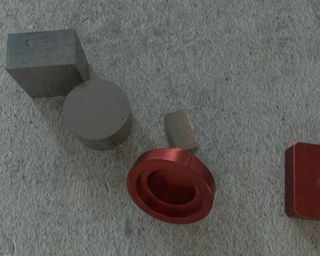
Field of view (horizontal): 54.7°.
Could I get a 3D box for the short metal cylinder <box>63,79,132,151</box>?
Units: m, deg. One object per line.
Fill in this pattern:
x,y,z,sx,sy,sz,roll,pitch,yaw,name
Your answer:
-0.078,-0.016,0.400,0.081,0.050,0.080,0,70,0,short metal cylinder

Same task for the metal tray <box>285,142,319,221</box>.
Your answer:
0.225,0.072,0.382,0.131,0.030,0.090,8,70,2,metal tray

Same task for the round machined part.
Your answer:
0.015,0.061,0.356,0.098,0.097,0.042,20,38,6,round machined part

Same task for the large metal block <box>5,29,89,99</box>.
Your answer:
-0.142,-0.081,0.407,0.081,0.080,0.050,-5,70,-2,large metal block

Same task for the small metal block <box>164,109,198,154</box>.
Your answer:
0.025,0.011,0.391,0.025,0.050,0.050,-16,71,-6,small metal block
